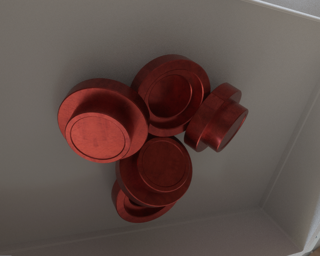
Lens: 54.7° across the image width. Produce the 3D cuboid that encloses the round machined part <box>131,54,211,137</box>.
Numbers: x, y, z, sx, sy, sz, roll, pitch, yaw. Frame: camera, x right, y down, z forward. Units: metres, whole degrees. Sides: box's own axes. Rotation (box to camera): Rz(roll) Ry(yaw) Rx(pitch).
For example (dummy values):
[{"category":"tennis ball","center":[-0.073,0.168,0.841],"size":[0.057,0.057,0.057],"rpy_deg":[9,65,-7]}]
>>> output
[{"category":"round machined part","center":[0.008,-0.041,0.373],"size":[0.099,0.042,0.097],"rpy_deg":[-14,124,-21]}]

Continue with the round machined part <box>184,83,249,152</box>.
[{"category":"round machined part","center":[0.078,-0.007,0.405],"size":[0.098,0.042,0.098],"rpy_deg":[-44,158,-23]}]

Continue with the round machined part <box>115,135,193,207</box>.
[{"category":"round machined part","center":[-0.002,0.048,0.387],"size":[0.099,0.098,0.042],"rpy_deg":[-6,166,-25]}]

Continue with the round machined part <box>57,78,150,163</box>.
[{"category":"round machined part","center":[-0.062,-0.001,0.333],"size":[0.099,0.042,0.097],"rpy_deg":[3,126,4]}]

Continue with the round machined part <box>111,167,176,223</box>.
[{"category":"round machined part","center":[-0.021,0.082,0.434],"size":[0.099,0.042,0.097],"rpy_deg":[-14,124,-21]}]
